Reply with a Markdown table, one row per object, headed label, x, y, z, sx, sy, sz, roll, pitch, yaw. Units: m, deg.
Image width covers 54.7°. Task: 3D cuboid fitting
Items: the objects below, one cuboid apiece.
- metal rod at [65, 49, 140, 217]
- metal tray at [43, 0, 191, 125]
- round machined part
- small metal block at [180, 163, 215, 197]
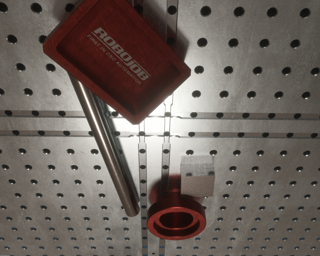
| label | x | y | z | sx | sy | sz | roll | pitch | yaw |
| --- | --- | --- | --- | --- | --- | --- | --- | --- | --- |
| metal rod | -0.072 | 0.030 | 0.436 | 0.025 | 0.025 | 0.298 | -8 | 130 | 6 |
| metal tray | -0.041 | -0.074 | 0.327 | 0.090 | 0.030 | 0.130 | -43 | 120 | 10 |
| round machined part | 0.027 | 0.146 | 0.526 | 0.099 | 0.042 | 0.097 | -1 | 130 | 0 |
| small metal block | 0.057 | 0.082 | 0.483 | 0.050 | 0.025 | 0.050 | -2 | 130 | 1 |
